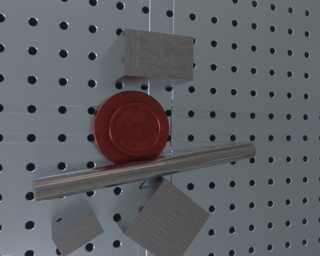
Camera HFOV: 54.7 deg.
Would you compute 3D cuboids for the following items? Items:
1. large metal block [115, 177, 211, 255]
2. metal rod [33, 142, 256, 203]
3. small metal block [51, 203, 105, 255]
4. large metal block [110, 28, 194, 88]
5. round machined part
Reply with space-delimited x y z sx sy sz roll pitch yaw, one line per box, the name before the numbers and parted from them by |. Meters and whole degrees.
large metal block | 0.003 0.117 0.401 0.080 0.050 0.080 42 77 -16
metal rod | 0.003 0.048 0.388 0.303 0.025 0.025 -7 93 -29
small metal block | -0.098 0.118 0.364 0.050 0.050 0.025 -29 100 -18
large metal block | -0.013 -0.080 0.378 0.081 0.080 0.050 1 90 -20
round machined part | -0.034 0.001 0.391 0.099 0.042 0.097 0 90 -20
